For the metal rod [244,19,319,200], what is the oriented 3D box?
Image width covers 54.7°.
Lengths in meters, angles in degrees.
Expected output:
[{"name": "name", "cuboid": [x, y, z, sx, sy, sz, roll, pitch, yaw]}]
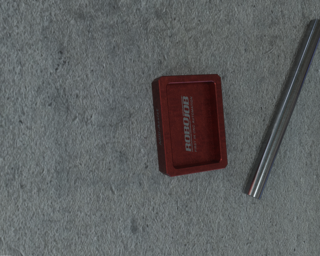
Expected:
[{"name": "metal rod", "cuboid": [0.196, -0.034, 0.481, 0.025, 0.025, 0.299, 27, 81, -18]}]

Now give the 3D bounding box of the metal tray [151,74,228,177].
[{"name": "metal tray", "cuboid": [0.041, -0.005, 0.421, 0.091, 0.030, 0.129, -6, 92, -20]}]
